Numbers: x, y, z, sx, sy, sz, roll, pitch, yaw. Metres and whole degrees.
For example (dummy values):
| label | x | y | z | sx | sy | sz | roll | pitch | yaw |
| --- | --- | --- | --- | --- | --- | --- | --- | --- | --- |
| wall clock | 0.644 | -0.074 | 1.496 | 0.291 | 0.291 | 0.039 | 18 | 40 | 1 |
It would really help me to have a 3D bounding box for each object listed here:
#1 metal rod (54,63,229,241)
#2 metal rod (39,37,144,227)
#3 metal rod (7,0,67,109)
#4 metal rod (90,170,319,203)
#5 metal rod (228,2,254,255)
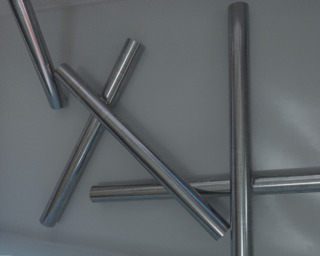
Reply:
| label | x | y | z | sx | sy | sz | roll | pitch | yaw |
| --- | --- | --- | --- | --- | --- | --- | --- | --- | --- |
| metal rod | -0.032 | 0.020 | 0.393 | 0.300 | 0.025 | 0.025 | 44 | 104 | 14 |
| metal rod | -0.102 | 0.013 | 0.446 | 0.025 | 0.025 | 0.299 | 31 | 100 | 17 |
| metal rod | -0.167 | -0.148 | 0.372 | 0.025 | 0.025 | 0.298 | 10 | 133 | 20 |
| metal rod | 0.047 | 0.076 | 0.393 | 0.301 | 0.025 | 0.025 | -7 | 88 | 19 |
| metal rod | 0.093 | 0.001 | 0.358 | 0.025 | 0.025 | 0.298 | -2 | 82 | 20 |
